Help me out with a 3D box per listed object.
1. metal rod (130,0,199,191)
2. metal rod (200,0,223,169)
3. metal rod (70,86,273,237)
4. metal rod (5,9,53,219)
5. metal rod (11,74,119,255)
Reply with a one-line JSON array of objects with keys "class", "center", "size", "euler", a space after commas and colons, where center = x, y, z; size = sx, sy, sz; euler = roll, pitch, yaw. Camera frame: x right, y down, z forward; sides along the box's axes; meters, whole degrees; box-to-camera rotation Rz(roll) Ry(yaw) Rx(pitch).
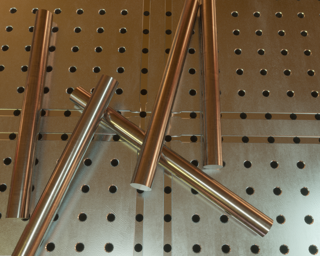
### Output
[{"class": "metal rod", "center": [0.014, -0.063, 0.417], "size": [0.025, 0.025, 0.300], "euler": [13, 64, 4]}, {"class": "metal rod", "center": [0.072, -0.091, 0.445], "size": [0.025, 0.025, 0.299], "euler": [2, 70, 0]}, {"class": "metal rod", "center": [0.006, 0.037, 0.398], "size": [0.300, 0.025, 0.025], "euler": [34, 73, 11]}, {"class": "metal rod", "center": [-0.173, -0.032, 0.421], "size": [0.025, 0.025, 0.299], "euler": [-1, 70, -1]}, {"class": "metal rod", "center": [-0.122, 0.071, 0.368], "size": [0.025, 0.025, 0.299], "euler": [22, 77, 7]}]
